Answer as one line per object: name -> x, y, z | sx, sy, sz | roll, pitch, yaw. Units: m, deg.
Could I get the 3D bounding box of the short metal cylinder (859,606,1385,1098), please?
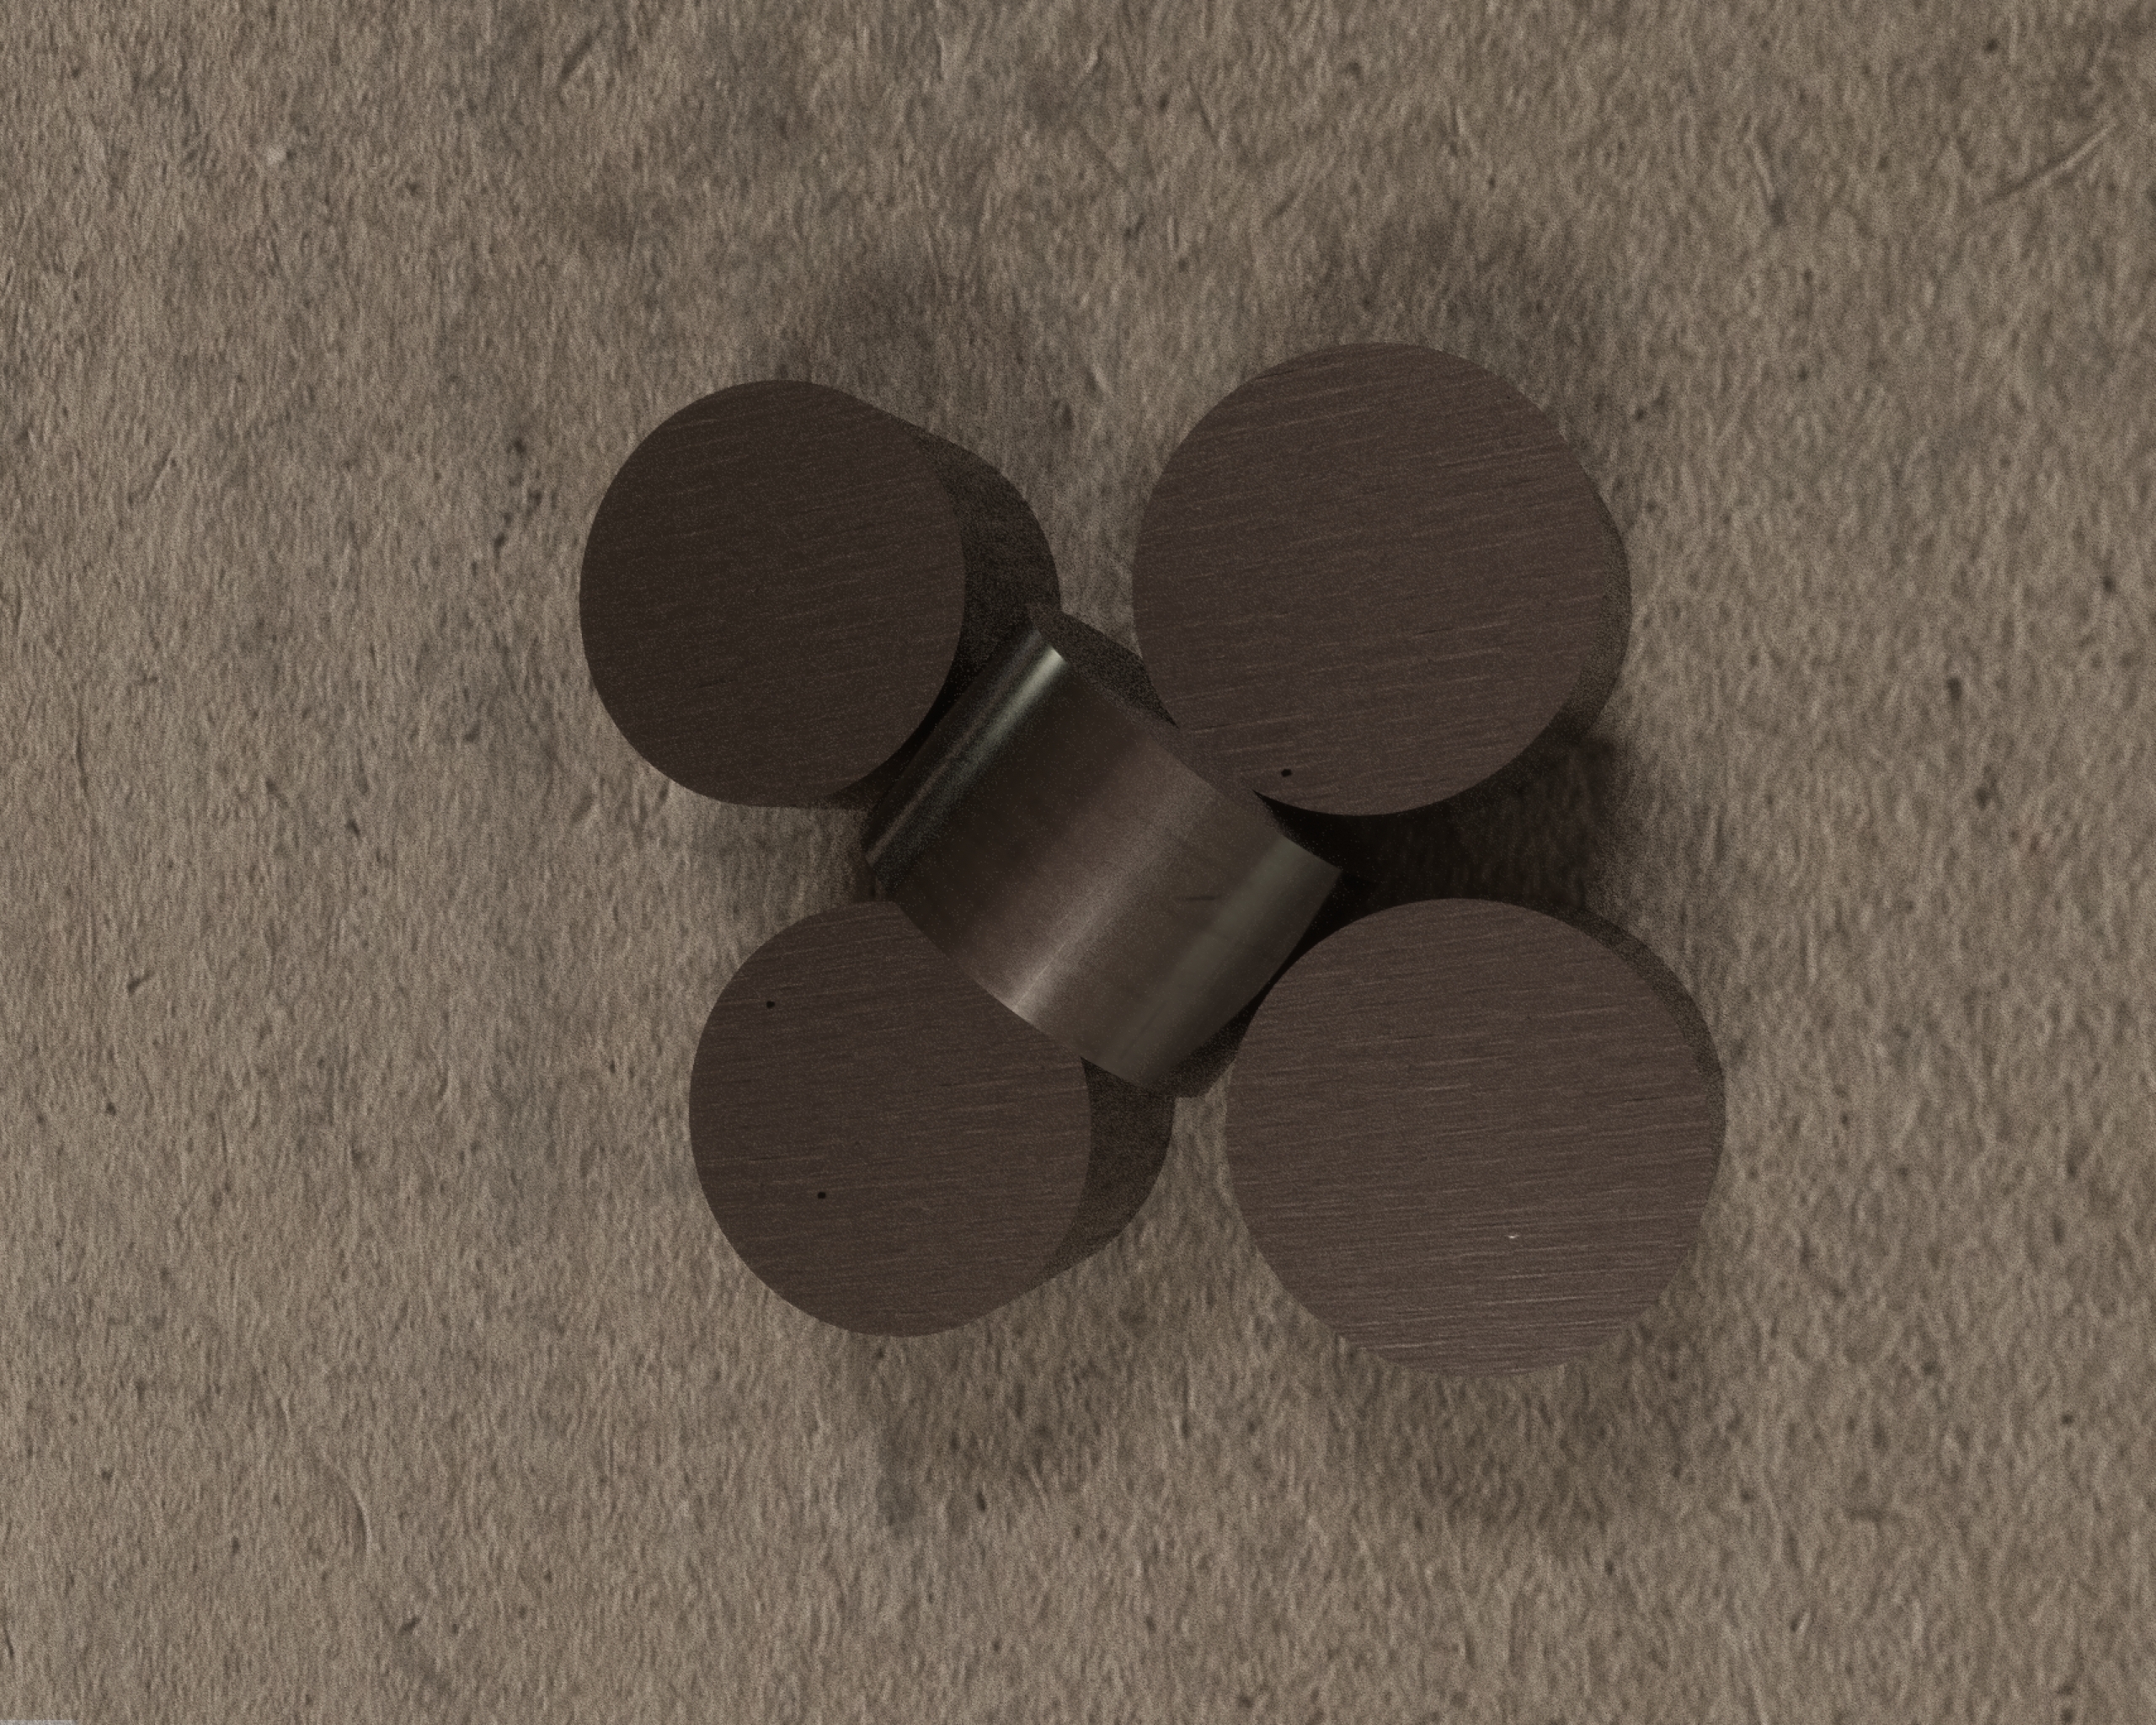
short metal cylinder -> 0.008, -0.003, 0.378 | 0.080, 0.080, 0.050 | 41, 103, 15

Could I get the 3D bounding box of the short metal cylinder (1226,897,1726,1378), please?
short metal cylinder -> 0.072, 0.046, 0.370 | 0.080, 0.050, 0.079 | 0, 90, 19

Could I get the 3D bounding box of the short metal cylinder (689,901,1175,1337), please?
short metal cylinder -> -0.027, 0.047, 0.404 | 0.080, 0.050, 0.079 | 0, 90, 19

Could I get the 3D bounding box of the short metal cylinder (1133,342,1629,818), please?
short metal cylinder -> 0.056, -0.048, 0.375 | 0.080, 0.050, 0.079 | 0, 90, 19

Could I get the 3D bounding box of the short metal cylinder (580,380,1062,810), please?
short metal cylinder -> -0.050, -0.050, 0.412 | 0.080, 0.050, 0.079 | 0, 90, 19
